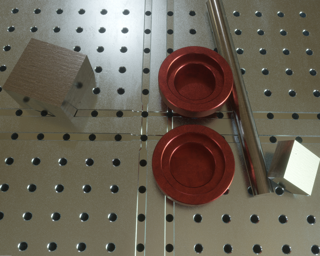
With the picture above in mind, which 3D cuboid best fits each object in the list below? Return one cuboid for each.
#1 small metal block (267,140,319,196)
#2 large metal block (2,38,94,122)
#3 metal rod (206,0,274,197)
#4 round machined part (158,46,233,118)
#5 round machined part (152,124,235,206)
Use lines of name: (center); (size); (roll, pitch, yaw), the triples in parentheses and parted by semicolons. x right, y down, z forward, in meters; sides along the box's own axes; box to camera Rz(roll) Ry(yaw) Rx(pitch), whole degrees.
small metal block: (0.166, 0.049, 0.383); (0.050, 0.025, 0.050); (32, 70, -21)
large metal block: (-0.147, -0.065, 0.421); (0.080, 0.050, 0.080); (18, 71, 6)
metal rod: (0.106, -0.057, 0.433); (0.025, 0.025, 0.299); (-8, 70, -3)
round machined part: (0.047, -0.059, 0.425); (0.099, 0.042, 0.098); (0, 70, 0)
round machined part: (0.040, 0.048, 0.385); (0.099, 0.042, 0.098); (0, 70, 0)
